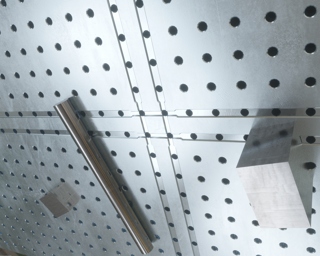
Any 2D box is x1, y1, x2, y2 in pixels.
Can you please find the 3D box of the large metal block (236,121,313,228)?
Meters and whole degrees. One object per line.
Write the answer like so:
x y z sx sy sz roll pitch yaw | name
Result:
0.129 0.050 0.338 0.050 0.080 0.080 -13 112 33 | large metal block

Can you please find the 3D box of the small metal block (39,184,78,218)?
-0.197 0.142 0.600 0.050 0.025 0.050 -32 101 38 | small metal block

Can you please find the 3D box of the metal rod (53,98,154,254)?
-0.086 0.089 0.509 0.025 0.025 0.299 -14 112 33 | metal rod
